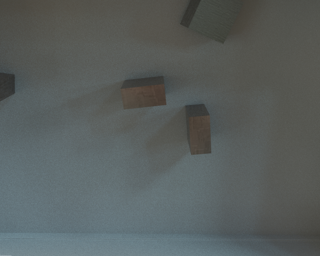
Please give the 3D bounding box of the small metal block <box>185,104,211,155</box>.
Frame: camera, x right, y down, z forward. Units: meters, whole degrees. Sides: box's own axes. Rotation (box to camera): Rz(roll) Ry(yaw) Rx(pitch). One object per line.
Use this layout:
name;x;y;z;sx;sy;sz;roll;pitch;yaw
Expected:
small metal block;0.049;0.001;0.399;0.025;0.050;0.050;-5;110;1

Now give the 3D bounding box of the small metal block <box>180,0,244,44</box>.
small metal block;0.059;-0.131;0.356;0.050;0.025;0.050;15;111;-27

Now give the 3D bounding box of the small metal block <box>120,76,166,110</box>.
small metal block;-0.019;-0.045;0.381;0.050;0.050;0.025;-6;110;2

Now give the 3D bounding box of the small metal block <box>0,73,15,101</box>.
small metal block;-0.213;-0.052;0.376;0.050;0.050;0.025;7;110;-3
